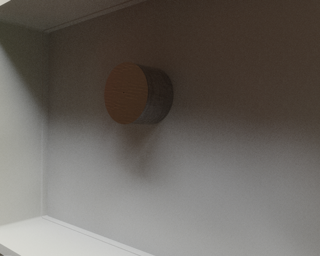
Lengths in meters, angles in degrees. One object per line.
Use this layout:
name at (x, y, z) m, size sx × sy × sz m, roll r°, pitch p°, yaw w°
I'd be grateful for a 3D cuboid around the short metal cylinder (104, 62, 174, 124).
short metal cylinder at (-0.029, -0.045, 0.416) m, size 0.080 × 0.050 × 0.080 m, roll 0°, pitch 90°, yaw 40°
